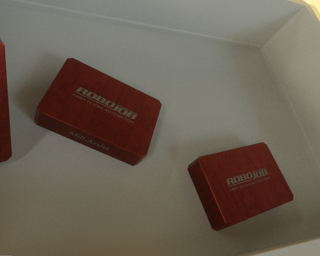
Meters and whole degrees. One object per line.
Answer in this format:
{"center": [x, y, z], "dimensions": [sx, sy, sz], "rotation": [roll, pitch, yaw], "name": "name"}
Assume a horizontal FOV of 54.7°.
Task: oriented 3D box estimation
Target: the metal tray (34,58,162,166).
{"center": [-0.070, -0.020, 0.378], "dimensions": [0.131, 0.030, 0.090], "rotation": [25, 53, -13], "name": "metal tray"}

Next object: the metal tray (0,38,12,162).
{"center": [-0.176, -0.016, 0.251], "dimensions": [0.091, 0.129, 0.030], "rotation": [-16, 48, -36], "name": "metal tray"}

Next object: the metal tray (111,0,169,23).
{"center": [-0.038, -0.250, 0.538], "dimensions": [0.091, 0.030, 0.130], "rotation": [8, 58, -24], "name": "metal tray"}

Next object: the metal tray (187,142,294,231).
{"center": [0.111, 0.074, 0.419], "dimensions": [0.131, 0.030, 0.090], "rotation": [-9, 66, -32], "name": "metal tray"}
